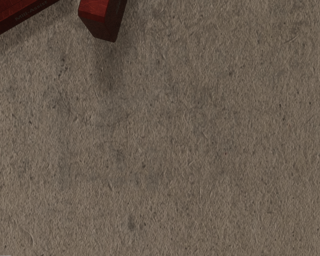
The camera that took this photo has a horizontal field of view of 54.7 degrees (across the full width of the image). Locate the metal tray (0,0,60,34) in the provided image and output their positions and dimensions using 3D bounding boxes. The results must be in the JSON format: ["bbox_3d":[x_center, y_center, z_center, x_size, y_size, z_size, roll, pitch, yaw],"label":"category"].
[{"bbox_3d":[-0.192,-0.192,0.404,0.130,0.030,0.090,-31,90,-1],"label":"metal tray"}]

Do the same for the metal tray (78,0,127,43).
[{"bbox_3d":[-0.058,-0.180,0.376,0.030,0.090,0.129,16,90,0],"label":"metal tray"}]
